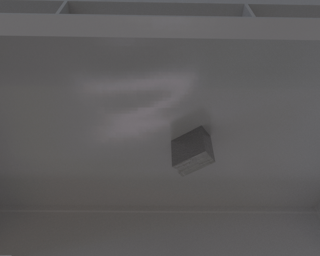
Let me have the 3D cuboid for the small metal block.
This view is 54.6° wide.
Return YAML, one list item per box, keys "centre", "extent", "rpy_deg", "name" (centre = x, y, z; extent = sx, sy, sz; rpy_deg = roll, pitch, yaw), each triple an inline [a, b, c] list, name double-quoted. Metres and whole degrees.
- centre: [0.043, 0.031, 0.419]
  extent: [0.050, 0.050, 0.025]
  rpy_deg: [-28, 125, 22]
  name: "small metal block"
